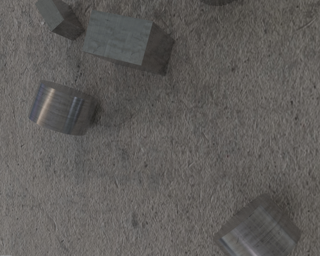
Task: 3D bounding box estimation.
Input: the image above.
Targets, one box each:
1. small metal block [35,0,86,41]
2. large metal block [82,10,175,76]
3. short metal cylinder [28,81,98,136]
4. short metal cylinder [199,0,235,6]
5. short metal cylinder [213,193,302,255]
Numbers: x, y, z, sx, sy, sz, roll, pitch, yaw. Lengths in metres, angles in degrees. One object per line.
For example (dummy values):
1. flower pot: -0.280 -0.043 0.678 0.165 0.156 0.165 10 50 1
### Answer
1. small metal block: -0.143 -0.159 0.446 0.025 0.050 0.050 -36 79 17
2. large metal block: -0.037 -0.105 0.393 0.080 0.080 0.050 17 96 19
3. short metal cylinder: -0.132 -0.028 0.426 0.080 0.080 0.050 24 98 18
4. short metal cylinder: 0.069 -0.196 0.371 0.080 0.050 0.080 0 90 20
5. short metal cylinder: 0.106 0.118 0.343 0.080 0.080 0.050 -45 76 14
